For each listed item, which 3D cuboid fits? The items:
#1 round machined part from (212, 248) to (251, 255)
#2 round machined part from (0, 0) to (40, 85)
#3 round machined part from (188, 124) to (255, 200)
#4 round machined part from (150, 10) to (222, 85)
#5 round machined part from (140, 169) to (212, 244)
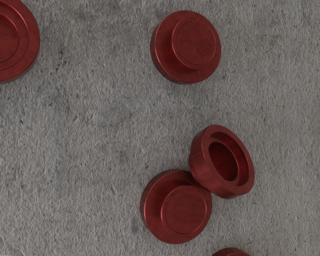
[{"bbox_3d":[0.107,0.227,0.440,0.099,0.042,0.097,0,90,-20],"label":"round machined part"},{"bbox_3d":[-0.181,-0.095,0.333,0.099,0.042,0.097,0,90,-20],"label":"round machined part"},{"bbox_3d":[0.077,0.048,0.412,0.099,0.042,0.098,24,48,-30],"label":"round machined part"},{"bbox_3d":[0.040,-0.109,0.414,0.099,0.042,0.097,0,90,-20],"label":"round machined part"},{"bbox_3d":[0.027,0.105,0.410,0.099,0.042,0.097,0,90,-20],"label":"round machined part"}]
